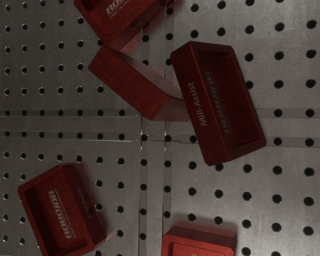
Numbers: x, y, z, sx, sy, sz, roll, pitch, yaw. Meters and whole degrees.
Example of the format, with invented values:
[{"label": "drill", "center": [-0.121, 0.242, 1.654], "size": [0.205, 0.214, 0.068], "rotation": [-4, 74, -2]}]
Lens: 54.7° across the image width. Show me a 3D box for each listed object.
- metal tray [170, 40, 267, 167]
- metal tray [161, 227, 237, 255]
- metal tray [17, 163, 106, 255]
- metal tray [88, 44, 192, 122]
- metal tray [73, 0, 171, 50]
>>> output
[{"label": "metal tray", "center": [0.069, -0.030, 0.351], "size": [0.030, 0.091, 0.129], "rotation": [-23, 82, 42]}, {"label": "metal tray", "center": [0.046, 0.201, 0.393], "size": [0.090, 0.030, 0.129], "rotation": [5, 92, 19]}, {"label": "metal tray", "center": [-0.148, 0.128, 0.460], "size": [0.090, 0.030, 0.130], "rotation": [-28, 81, 17]}, {"label": "metal tray", "center": [-0.012, -0.046, 0.360], "size": [0.090, 0.130, 0.030], "rotation": [40, 103, 15]}, {"label": "metal tray", "center": [-0.045, -0.183, 0.424], "size": [0.130, 0.030, 0.090], "rotation": [-39, 78, 15]}]
